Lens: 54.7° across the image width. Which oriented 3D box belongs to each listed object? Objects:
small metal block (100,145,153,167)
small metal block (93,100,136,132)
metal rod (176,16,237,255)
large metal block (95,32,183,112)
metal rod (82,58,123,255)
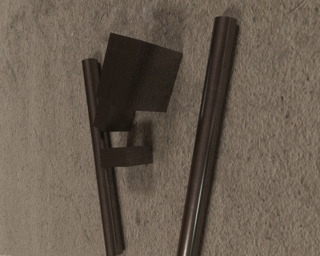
[{"bbox_3d":[-0.046,0.038,0.424,0.050,0.050,0.025,-6,86,39],"label":"small metal block"},{"bbox_3d":[-0.061,-0.022,0.437,0.025,0.050,0.050,25,105,37],"label":"small metal block"},{"bbox_3d":[0.052,0.026,0.360,0.025,0.025,0.298,14,99,39],"label":"metal rod"},{"bbox_3d":[-0.025,-0.066,0.388,0.050,0.081,0.079,25,106,37],"label":"large metal block"},{"bbox_3d":[-0.089,0.039,0.475,0.025,0.025,0.298,-15,81,39],"label":"metal rod"}]
